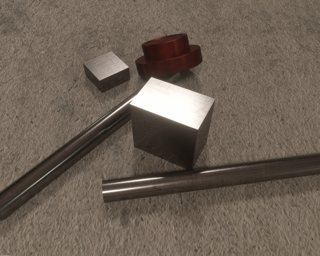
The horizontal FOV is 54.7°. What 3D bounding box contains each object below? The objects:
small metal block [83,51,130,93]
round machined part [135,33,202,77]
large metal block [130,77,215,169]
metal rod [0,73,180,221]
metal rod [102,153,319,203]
[{"bbox_3d":[-0.082,-0.087,0.475,0.050,0.025,0.050,-30,57,-23],"label":"small metal block"},{"bbox_3d":[0.011,-0.111,0.458,0.098,0.042,0.098,-12,23,5],"label":"round machined part"},{"bbox_3d":[0.014,-0.004,0.371,0.080,0.080,0.050,21,53,16],"label":"large metal block"},{"bbox_3d":[-0.078,0.003,0.399,0.025,0.025,0.302,34,57,25],"label":"metal rod"},{"bbox_3d":[0.087,0.054,0.358,0.302,0.025,0.025,-6,51,-6],"label":"metal rod"}]
